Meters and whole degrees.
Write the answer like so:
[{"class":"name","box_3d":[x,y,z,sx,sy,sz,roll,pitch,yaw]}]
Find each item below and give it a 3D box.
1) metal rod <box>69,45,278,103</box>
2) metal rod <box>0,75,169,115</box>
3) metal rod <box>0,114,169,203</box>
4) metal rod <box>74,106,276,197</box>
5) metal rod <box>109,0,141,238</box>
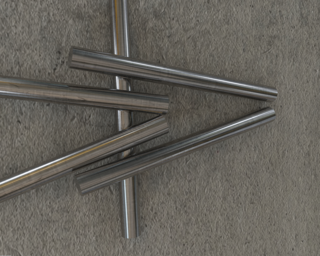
[{"class":"metal rod","box_3d":[0.036,-0.065,0.407,0.302,0.025,0.025,6,88,-27]},{"class":"metal rod","box_3d":[-0.138,-0.042,0.344,0.302,0.025,0.025,5,88,-15]},{"class":"metal rod","box_3d":[-0.130,0.051,0.348,0.302,0.025,0.025,-22,98,-14]},{"class":"metal rod","box_3d":[0.038,0.022,0.409,0.302,0.025,0.025,-18,97,-26]},{"class":"metal rod","box_3d":[-0.045,-0.012,0.394,0.025,0.025,0.298,-3,91,-20]}]
